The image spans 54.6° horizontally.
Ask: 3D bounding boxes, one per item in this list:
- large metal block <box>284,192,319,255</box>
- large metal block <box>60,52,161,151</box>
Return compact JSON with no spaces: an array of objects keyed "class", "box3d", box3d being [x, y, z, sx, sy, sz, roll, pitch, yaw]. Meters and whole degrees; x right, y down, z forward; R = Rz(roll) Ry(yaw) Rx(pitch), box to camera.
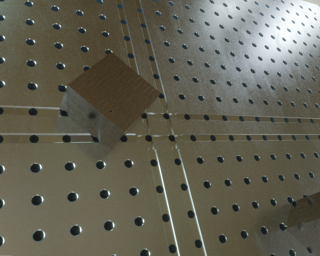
[{"class":"large metal block","box3d":[0.233,0.132,0.417,0.080,0.080,0.050,40,51,-1]},{"class":"large metal block","box3d":[-0.060,-0.033,0.380,0.080,0.050,0.080,40,51,-1]}]
